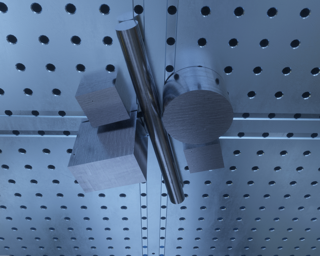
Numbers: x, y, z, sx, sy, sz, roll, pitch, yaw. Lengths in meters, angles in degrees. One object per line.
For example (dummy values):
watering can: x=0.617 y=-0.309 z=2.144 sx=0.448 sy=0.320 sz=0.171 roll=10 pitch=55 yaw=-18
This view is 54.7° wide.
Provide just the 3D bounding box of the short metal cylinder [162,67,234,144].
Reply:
short metal cylinder: x=0.043 y=-0.026 z=0.373 sx=0.081 sy=0.050 sz=0.079 roll=0 pitch=130 yaw=0

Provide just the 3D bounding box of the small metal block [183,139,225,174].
small metal block: x=0.062 y=0.035 z=0.443 sx=0.050 sy=0.025 sz=0.050 roll=-11 pitch=130 yaw=9

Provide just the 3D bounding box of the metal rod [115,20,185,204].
metal rod: x=-0.003 y=0.004 z=0.415 sx=0.025 sy=0.025 sz=0.298 roll=-10 pitch=130 yaw=8

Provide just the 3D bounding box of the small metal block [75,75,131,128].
small metal block: x=-0.068 y=-0.032 z=0.383 sx=0.050 sy=0.025 sz=0.050 roll=-14 pitch=129 yaw=10

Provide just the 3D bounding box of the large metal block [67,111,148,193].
large metal block: x=-0.062 y=0.030 z=0.398 sx=0.080 sy=0.080 sz=0.050 roll=-12 pitch=129 yaw=9

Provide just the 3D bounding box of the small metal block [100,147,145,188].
small metal block: x=-0.055 y=0.059 z=0.461 sx=0.050 sy=0.025 sz=0.050 roll=-12 pitch=129 yaw=9
